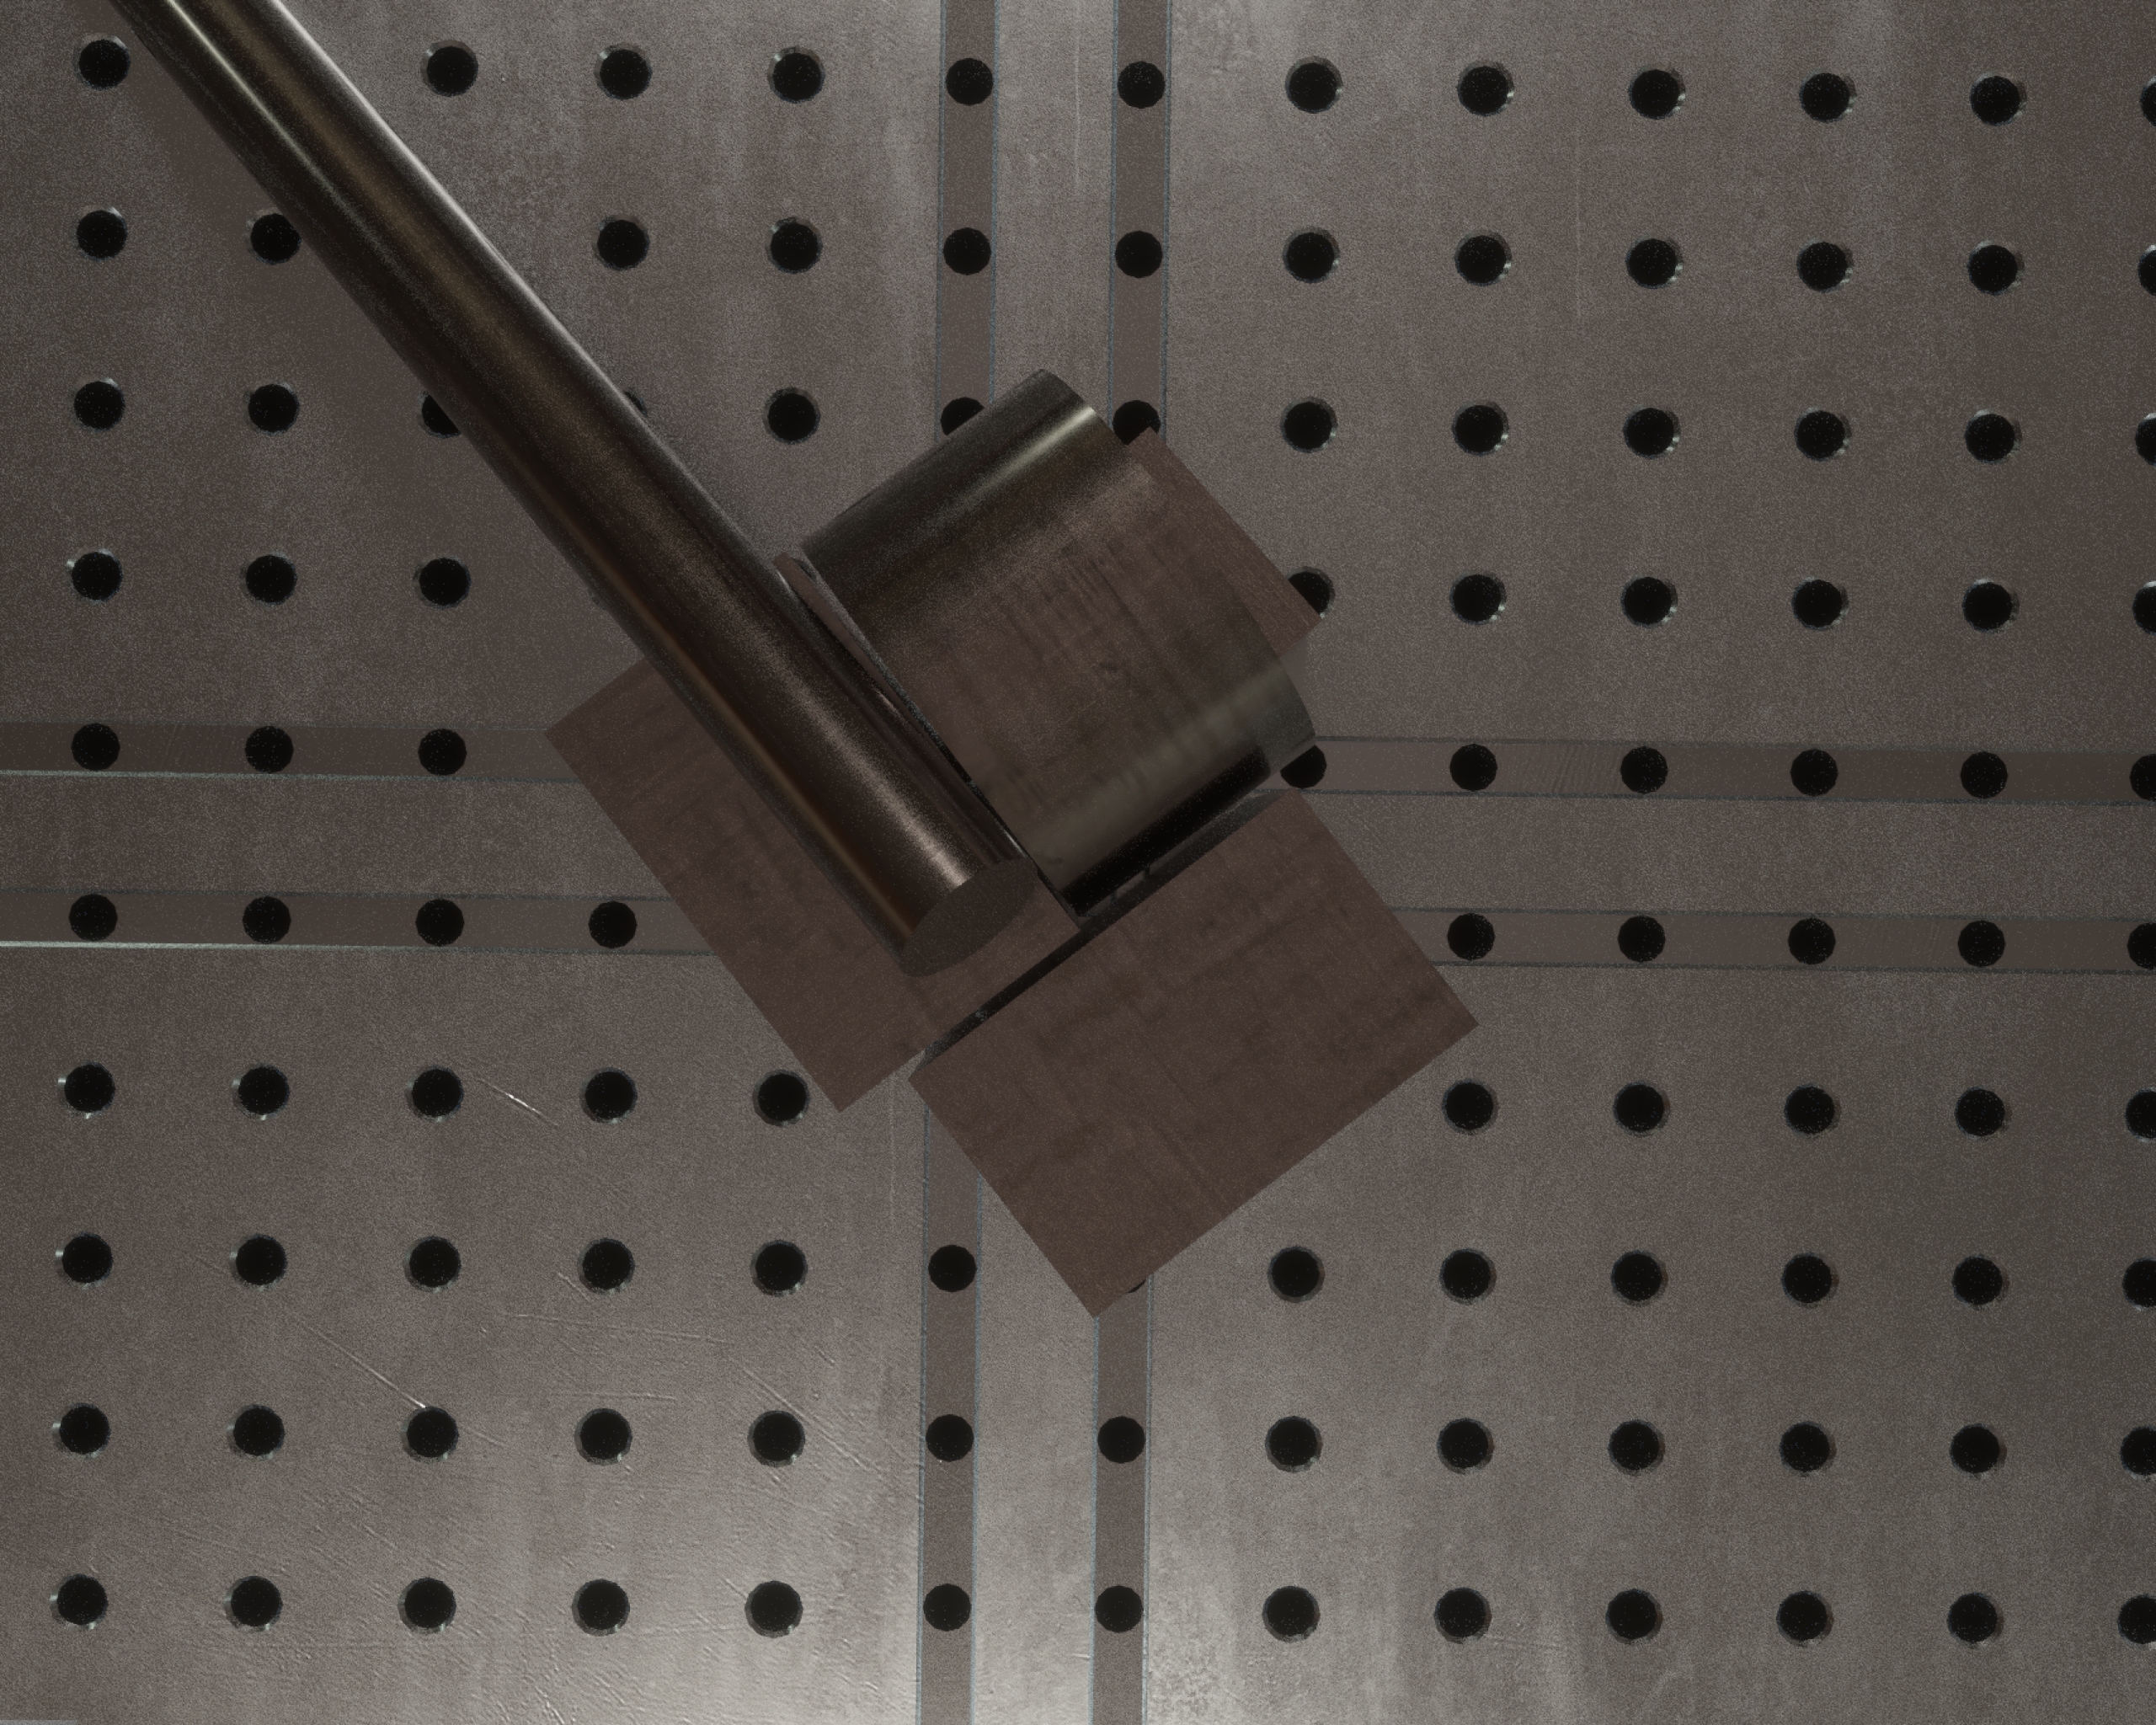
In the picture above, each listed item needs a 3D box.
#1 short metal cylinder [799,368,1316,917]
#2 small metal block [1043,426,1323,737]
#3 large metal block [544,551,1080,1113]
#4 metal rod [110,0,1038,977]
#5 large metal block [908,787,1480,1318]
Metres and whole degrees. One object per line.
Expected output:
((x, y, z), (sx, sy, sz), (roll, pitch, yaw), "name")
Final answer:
((-0.003, -0.037, 0.360), (0.050, 0.080, 0.080), (-37, 90, 0), "short metal cylinder")
((0.012, -0.049, 0.414), (0.050, 0.025, 0.050), (-42, 91, 0), "small metal block")
((-0.044, -0.005, 0.386), (0.050, 0.080, 0.080), (-38, 90, 0), "large metal block")
((-0.109, -0.097, 0.360), (0.025, 0.025, 0.300), (-41, 69, 0), "metal rod")
((0.019, 0.031, 0.384), (0.080, 0.080, 0.050), (-37, 90, 0), "large metal block")
